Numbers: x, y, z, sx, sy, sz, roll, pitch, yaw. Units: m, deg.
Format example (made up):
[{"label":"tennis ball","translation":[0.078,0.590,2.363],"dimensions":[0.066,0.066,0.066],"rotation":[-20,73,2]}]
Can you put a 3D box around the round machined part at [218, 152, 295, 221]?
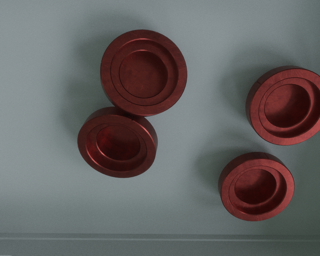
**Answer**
[{"label":"round machined part","translation":[0.130,0.077,0.432],"dimensions":[0.099,0.042,0.097],"rotation":[0,110,0]}]

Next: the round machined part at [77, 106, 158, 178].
[{"label":"round machined part","translation":[-0.051,0.014,0.399],"dimensions":[0.099,0.042,0.097],"rotation":[4,124,6]}]

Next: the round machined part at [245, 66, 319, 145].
[{"label":"round machined part","translation":[0.157,-0.031,0.392],"dimensions":[0.099,0.042,0.097],"rotation":[0,110,0]}]

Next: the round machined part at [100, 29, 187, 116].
[{"label":"round machined part","translation":[-0.021,-0.062,0.366],"dimensions":[0.099,0.042,0.097],"rotation":[1,87,-12]}]
